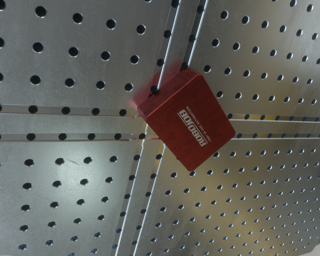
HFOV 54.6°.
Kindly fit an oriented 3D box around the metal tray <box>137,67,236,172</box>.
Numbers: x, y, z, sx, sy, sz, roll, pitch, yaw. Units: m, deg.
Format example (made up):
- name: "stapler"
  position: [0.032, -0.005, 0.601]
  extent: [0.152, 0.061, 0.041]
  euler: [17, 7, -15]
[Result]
- name: "metal tray"
  position: [0.041, -0.008, 0.425]
  extent: [0.090, 0.030, 0.130]
  euler: [-40, 129, -1]
